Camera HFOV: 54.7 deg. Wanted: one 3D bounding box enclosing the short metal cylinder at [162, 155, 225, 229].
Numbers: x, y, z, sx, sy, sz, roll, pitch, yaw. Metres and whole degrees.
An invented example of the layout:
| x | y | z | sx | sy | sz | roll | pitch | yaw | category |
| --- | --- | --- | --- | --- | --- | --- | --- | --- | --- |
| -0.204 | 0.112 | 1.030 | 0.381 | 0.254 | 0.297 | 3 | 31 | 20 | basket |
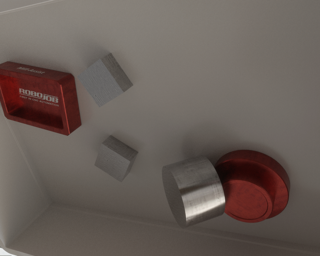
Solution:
| x | y | z | sx | sy | sz | roll | pitch | yaw | category |
| --- | --- | --- | --- | --- | --- | --- | --- | --- | --- |
| 0.040 | 0.080 | 0.392 | 0.050 | 0.080 | 0.079 | -15 | 120 | -14 | short metal cylinder |

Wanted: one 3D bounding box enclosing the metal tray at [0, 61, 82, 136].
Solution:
| x | y | z | sx | sy | sz | roll | pitch | yaw | category |
| --- | --- | --- | --- | --- | --- | --- | --- | --- | --- |
| -0.188 | -0.046 | 0.473 | 0.130 | 0.030 | 0.089 | 13 | 124 | 20 | metal tray |

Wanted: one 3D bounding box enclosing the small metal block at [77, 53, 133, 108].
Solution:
| x | y | z | sx | sy | sz | roll | pitch | yaw | category |
| --- | --- | --- | --- | --- | --- | --- | --- | --- | --- |
| -0.072 | -0.062 | 0.407 | 0.050 | 0.025 | 0.050 | -25 | 105 | 36 | small metal block |

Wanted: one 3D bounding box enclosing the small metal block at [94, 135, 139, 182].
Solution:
| x | y | z | sx | sy | sz | roll | pitch | yaw | category |
| --- | --- | --- | --- | --- | --- | --- | --- | --- | --- |
| -0.067 | 0.047 | 0.471 | 0.050 | 0.025 | 0.050 | 31 | 128 | 7 | small metal block |

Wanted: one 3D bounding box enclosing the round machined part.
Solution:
| x | y | z | sx | sy | sz | roll | pitch | yaw | category |
| --- | --- | --- | --- | --- | --- | --- | --- | --- | --- |
| 0.109 | 0.080 | 0.389 | 0.098 | 0.042 | 0.097 | 13 | 124 | 20 | round machined part |
